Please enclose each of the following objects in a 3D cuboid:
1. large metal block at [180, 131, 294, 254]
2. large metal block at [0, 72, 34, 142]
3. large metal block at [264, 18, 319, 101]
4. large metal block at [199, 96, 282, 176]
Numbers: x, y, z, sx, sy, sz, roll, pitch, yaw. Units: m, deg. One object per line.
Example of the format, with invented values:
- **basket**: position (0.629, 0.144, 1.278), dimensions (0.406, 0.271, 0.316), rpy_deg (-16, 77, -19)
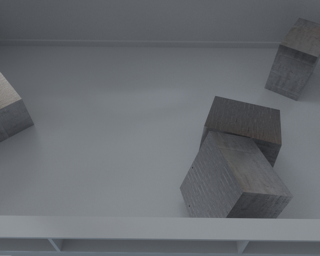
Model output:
- **large metal block**: position (0.066, 0.062, 0.299), dimensions (0.050, 0.079, 0.080), rpy_deg (10, 33, -21)
- **large metal block**: position (-0.229, -0.024, 0.407), dimensions (0.080, 0.050, 0.080), rpy_deg (-33, 58, -25)
- **large metal block**: position (0.203, -0.101, 0.455), dimensions (0.050, 0.080, 0.080), rpy_deg (27, 55, 21)
- **large metal block**: position (0.094, 0.009, 0.367), dimensions (0.080, 0.050, 0.080), rpy_deg (14, 33, 11)
